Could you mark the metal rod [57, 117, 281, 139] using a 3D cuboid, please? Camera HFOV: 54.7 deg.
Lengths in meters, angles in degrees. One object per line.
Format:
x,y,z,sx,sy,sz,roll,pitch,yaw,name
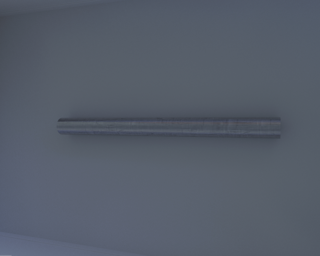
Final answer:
-0.003,-0.001,0.408,0.301,0.025,0.025,1,90,19,metal rod
